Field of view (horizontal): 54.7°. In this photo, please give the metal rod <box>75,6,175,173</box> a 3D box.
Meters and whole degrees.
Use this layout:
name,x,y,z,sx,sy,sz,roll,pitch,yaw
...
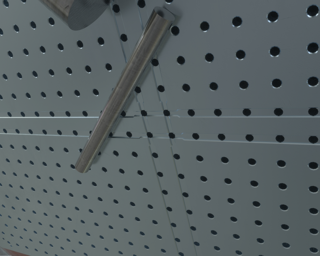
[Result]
name,x,y,z,sx,sy,sz,roll,pitch,yaw
metal rod,-0.063,-0.029,0.426,0.025,0.025,0.298,38,129,3

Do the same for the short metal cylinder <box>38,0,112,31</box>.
name,x,y,z,sx,sy,sz,roll,pitch,yaw
short metal cylinder,-0.087,-0.152,0.328,0.050,0.080,0.080,42,129,-1
